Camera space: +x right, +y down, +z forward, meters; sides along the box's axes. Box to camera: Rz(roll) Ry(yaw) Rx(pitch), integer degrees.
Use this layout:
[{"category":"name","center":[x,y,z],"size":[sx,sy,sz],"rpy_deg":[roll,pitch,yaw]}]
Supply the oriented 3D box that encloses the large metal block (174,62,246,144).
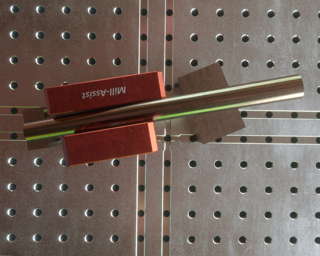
[{"category":"large metal block","center":[0.057,-0.028,0.386],"size":[0.050,0.080,0.080],"rpy_deg":[-23,90,0]}]

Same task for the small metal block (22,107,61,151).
[{"category":"small metal block","center":[-0.150,0.001,0.399],"size":[0.025,0.050,0.050],"rpy_deg":[-8,90,0]}]

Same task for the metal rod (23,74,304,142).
[{"category":"metal rod","center":[-0.005,-0.019,0.338],"size":[0.301,0.025,0.025],"rpy_deg":[-9,90,9]}]

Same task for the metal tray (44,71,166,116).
[{"category":"metal tray","center":[-0.061,-0.039,0.379],"size":[0.131,0.090,0.030],"rpy_deg":[-9,91,-1]}]

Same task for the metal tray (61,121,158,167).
[{"category":"metal tray","center":[-0.050,0.015,0.360],"size":[0.091,0.130,0.030],"rpy_deg":[-9,91,-1]}]
